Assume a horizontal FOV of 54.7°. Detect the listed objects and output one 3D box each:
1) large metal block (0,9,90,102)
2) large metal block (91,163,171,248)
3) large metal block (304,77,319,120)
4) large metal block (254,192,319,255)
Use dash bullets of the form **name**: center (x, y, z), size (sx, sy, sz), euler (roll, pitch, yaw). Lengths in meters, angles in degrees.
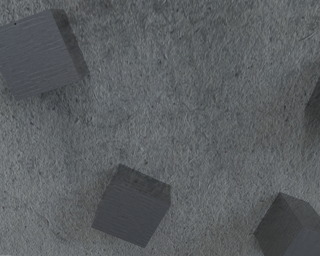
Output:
- **large metal block**: center (-0.140, -0.086, 0.363), size (0.080, 0.050, 0.080), euler (-17, 109, 6)
- **large metal block**: center (-0.039, 0.109, 0.436), size (0.080, 0.050, 0.080), euler (25, 108, -9)
- **large metal block**: center (0.243, -0.041, 0.383), size (0.080, 0.050, 0.079), euler (14, 110, -5)
- **large metal block**: center (0.186, 0.152, 0.438), size (0.050, 0.080, 0.079), euler (21, 109, -8)
